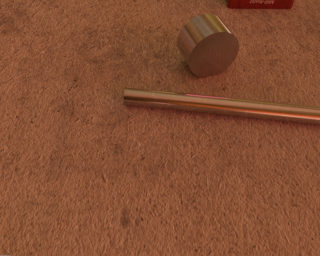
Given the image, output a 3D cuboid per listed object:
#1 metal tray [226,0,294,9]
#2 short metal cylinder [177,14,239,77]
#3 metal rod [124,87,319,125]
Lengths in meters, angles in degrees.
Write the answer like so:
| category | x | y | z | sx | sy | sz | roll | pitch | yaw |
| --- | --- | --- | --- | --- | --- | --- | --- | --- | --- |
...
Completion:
| category | x | y | z | sx | sy | sz | roll | pitch | yaw |
| --- | --- | --- | --- | --- | --- | --- | --- | --- | --- |
| metal tray | 0.202 | -0.284 | 0.641 | 0.131 | 0.030 | 0.090 | 0 | 50 | -1 |
| short metal cylinder | 0.073 | -0.125 | 0.474 | 0.081 | 0.080 | 0.050 | -14 | 52 | -12 |
| metal rod | 0.101 | -0.029 | 0.428 | 0.302 | 0.025 | 0.025 | 6 | 50 | 4 |
